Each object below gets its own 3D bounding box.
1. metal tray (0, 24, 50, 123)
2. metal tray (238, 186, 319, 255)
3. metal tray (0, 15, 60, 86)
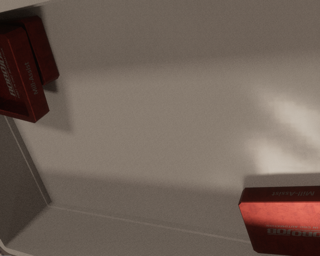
[{"bbox_3d":[-0.212,-0.074,0.425,0.090,0.030,0.129,13,130,19],"label":"metal tray"},{"bbox_3d":[0.175,0.117,0.386,0.130,0.030,0.090,-9,114,31],"label":"metal tray"},{"bbox_3d":[-0.217,-0.109,0.450,0.130,0.030,0.089,4,120,25],"label":"metal tray"}]
